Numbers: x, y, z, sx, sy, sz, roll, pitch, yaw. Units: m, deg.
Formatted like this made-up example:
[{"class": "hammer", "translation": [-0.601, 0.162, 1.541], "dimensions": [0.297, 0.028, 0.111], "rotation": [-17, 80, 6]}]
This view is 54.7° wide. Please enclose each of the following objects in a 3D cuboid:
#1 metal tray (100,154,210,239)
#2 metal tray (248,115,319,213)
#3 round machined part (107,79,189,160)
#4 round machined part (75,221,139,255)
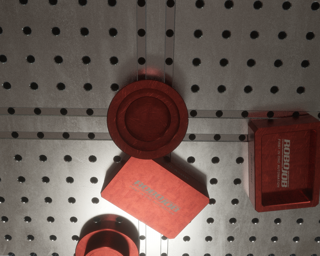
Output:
[{"class": "metal tray", "translation": [-0.006, 0.092, 0.445], "dimensions": [0.130, 0.030, 0.090], "rotation": [36, 106, -13]}, {"class": "metal tray", "translation": [0.173, 0.051, 0.432], "dimensions": [0.091, 0.030, 0.129], "rotation": [-6, 110, 2]}, {"class": "round machined part", "translation": [-0.016, -0.012, 0.392], "dimensions": [0.099, 0.042, 0.097], "rotation": [-1, 98, -5]}, {"class": "round machined part", "translation": [-0.081, 0.196, 0.476], "dimensions": [0.099, 0.042, 0.097], "rotation": [0, 110, -1]}]
